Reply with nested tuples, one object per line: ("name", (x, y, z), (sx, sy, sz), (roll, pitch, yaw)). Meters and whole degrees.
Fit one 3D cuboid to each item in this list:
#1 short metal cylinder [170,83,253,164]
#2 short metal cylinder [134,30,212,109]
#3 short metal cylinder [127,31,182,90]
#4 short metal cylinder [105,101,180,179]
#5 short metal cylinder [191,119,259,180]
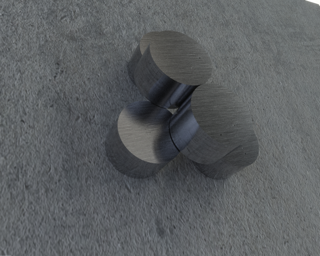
("short metal cylinder", (0.058, -0.005, 0.358), (0.081, 0.050, 0.080), (14, 56, -21))
("short metal cylinder", (0.015, -0.070, 0.375), (0.081, 0.050, 0.080), (13, 56, -20))
("short metal cylinder", (-0.001, -0.091, 0.444), (0.081, 0.050, 0.080), (14, 56, -21))
("short metal cylinder", (-0.020, 0.015, 0.369), (0.081, 0.050, 0.080), (14, 56, -21))
("short metal cylinder", (0.085, 0.024, 0.419), (0.081, 0.050, 0.080), (14, 56, -21))
